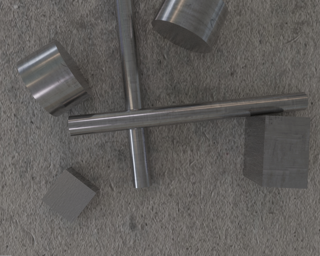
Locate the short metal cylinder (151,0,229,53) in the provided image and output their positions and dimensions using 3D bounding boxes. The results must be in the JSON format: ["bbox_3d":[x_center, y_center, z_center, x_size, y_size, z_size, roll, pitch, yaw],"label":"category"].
[{"bbox_3d":[0.037,-0.134,0.383,0.080,0.080,0.050,25,90,0],"label":"short metal cylinder"}]

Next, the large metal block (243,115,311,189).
[{"bbox_3d":[0.140,0.027,0.384,0.050,0.080,0.080,3,90,0],"label":"large metal block"}]

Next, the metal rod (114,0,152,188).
[{"bbox_3d":[-0.038,-0.072,0.409,0.025,0.025,0.298,-6,90,0],"label":"metal rod"}]

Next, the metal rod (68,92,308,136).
[{"bbox_3d":[0.041,-0.019,0.392,0.302,0.025,0.025,-6,90,-7],"label":"metal rod"}]

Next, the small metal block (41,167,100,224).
[{"bbox_3d":[-0.117,0.088,0.409,0.050,0.025,0.050,38,90,0],"label":"small metal block"}]

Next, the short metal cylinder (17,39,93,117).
[{"bbox_3d":[-0.127,-0.061,0.381,0.050,0.080,0.080,-31,90,0],"label":"short metal cylinder"}]
